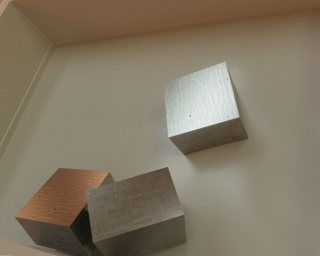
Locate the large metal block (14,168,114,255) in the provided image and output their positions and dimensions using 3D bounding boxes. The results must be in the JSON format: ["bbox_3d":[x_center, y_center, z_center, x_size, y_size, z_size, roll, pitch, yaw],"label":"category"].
[{"bbox_3d":[-0.103,0.095,0.364,0.080,0.050,0.080,-1,35,27],"label":"large metal block"}]

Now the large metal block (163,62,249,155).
[{"bbox_3d":[0.054,-0.022,0.374,0.080,0.050,0.080,-17,55,18],"label":"large metal block"}]

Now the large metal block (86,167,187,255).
[{"bbox_3d":[-0.021,0.091,0.310,0.081,0.080,0.050,-16,53,-5],"label":"large metal block"}]
